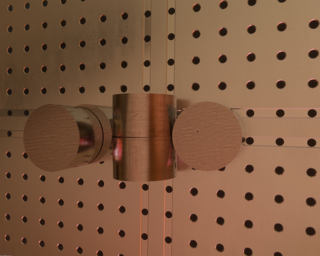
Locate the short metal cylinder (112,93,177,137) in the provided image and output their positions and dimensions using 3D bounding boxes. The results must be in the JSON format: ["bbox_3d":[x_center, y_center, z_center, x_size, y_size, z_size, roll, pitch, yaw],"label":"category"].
[{"bbox_3d":[-0.019,-0.015,0.390,0.080,0.080,0.050,1,91,20],"label":"short metal cylinder"}]

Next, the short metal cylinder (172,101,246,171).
[{"bbox_3d":[0.061,0.009,0.377,0.080,0.050,0.079,0,90,19],"label":"short metal cylinder"}]

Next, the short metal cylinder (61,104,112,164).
[{"bbox_3d":[-0.090,0.008,0.431,0.080,0.050,0.079,0,90,19],"label":"short metal cylinder"}]

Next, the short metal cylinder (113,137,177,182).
[{"bbox_3d":[-0.019,0.036,0.390,0.080,0.080,0.050,-1,90,20],"label":"short metal cylinder"}]

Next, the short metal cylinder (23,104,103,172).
[{"bbox_3d":[-0.120,0.011,0.387,0.080,0.050,0.079,0,90,20],"label":"short metal cylinder"}]
